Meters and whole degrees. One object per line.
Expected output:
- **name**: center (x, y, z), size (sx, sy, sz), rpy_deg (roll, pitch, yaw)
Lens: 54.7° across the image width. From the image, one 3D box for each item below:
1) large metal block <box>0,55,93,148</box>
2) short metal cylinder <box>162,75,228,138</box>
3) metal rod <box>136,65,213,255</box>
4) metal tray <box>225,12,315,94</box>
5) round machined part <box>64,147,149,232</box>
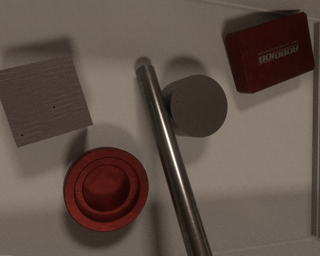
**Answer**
- **large metal block**: center (-0.130, -0.030, 0.350), size (0.081, 0.050, 0.080), rpy_deg (-18, 97, -19)
- **short metal cylinder**: center (0.042, -0.028, 0.414), size (0.081, 0.050, 0.079), rpy_deg (0, 90, -21)
- **metal rod**: center (0.020, 0.058, 0.353), size (0.025, 0.025, 0.299), rpy_deg (-8, 68, -20)
- **metal tray**: center (0.168, -0.113, 0.466), size (0.131, 0.030, 0.089), rpy_deg (-21, 105, -19)
- **round machined part**: center (-0.067, 0.071, 0.378), size (0.099, 0.042, 0.097), rpy_deg (0, 90, -21)
